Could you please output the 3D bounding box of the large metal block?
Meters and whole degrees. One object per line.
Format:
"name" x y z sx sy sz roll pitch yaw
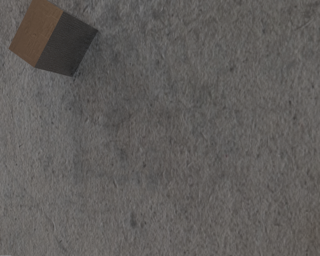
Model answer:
"large metal block" -0.145 -0.123 0.429 0.050 0.080 0.080 35 101 16
